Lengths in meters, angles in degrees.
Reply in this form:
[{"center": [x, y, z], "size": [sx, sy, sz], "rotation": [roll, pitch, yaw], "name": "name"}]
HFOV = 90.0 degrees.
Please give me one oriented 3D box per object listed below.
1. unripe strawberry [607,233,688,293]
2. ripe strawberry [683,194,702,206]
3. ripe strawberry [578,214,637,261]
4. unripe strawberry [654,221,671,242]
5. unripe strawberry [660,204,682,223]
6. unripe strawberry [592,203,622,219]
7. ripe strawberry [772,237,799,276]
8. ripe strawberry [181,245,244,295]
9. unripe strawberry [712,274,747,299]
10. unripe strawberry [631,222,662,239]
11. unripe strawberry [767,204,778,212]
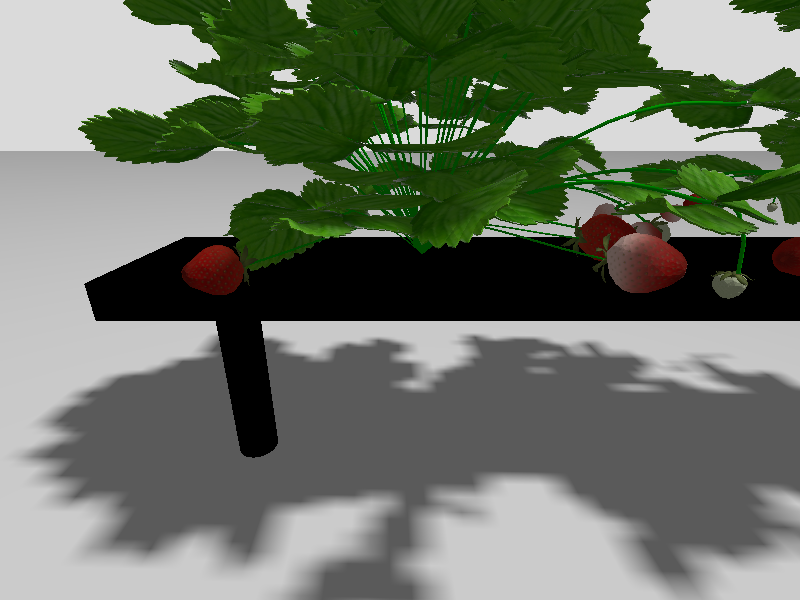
[{"center": [0.160, -0.024, 0.261], "size": [0.045, 0.038, 0.045], "rotation": [16, 27, 32], "name": "unripe strawberry"}, {"center": [0.395, -0.128, 0.528], "size": [0.037, 0.032, 0.037], "rotation": [-9, 11, -20], "name": "ripe strawberry"}, {"center": [0.171, -0.052, 0.330], "size": [0.045, 0.038, 0.044], "rotation": [4, 22, 8], "name": "ripe strawberry"}, {"center": [0.248, -0.064, 0.385], "size": [0.022, 0.022, 0.024], "rotation": [30, 15, -18], "name": "unripe strawberry"}, {"center": [0.331, -0.105, 0.486], "size": [0.024, 0.021, 0.024], "rotation": [-20, 26, -41], "name": "unripe strawberry"}, {"center": [0.225, -0.089, 0.442], "size": [0.033, 0.032, 0.030], "rotation": [-42, 1, 30], "name": "unripe strawberry"}, {"center": [0.294, -0.032, 0.295], "size": [0.032, 0.028, 0.032], "rotation": [-8, 24, -18], "name": "ripe strawberry"}, {"center": [-0.121, -0.019, 0.260], "size": [0.036, 0.031, 0.036], "rotation": [-16, 27, -33], "name": "ripe strawberry"}, {"center": [0.204, -0.009, 0.249], "size": [0.017, 0.016, 0.015], "rotation": [13, 26, 30], "name": "unripe strawberry"}, {"center": [0.222, -0.058, 0.363], "size": [0.026, 0.026, 0.029], "rotation": [0, 22, -3], "name": "unripe strawberry"}, {"center": [0.485, -0.120, 0.522], "size": [0.011, 0.011, 0.010], "rotation": [2, 22, 5], "name": "unripe strawberry"}]
